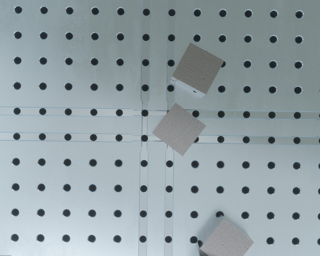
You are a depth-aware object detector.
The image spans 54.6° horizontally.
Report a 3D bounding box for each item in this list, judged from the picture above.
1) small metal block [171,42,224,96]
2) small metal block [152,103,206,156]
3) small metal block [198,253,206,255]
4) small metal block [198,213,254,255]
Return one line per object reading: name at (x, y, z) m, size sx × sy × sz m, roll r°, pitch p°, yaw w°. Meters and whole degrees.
small metal block at (0.049, -0.077, 0.414) m, size 0.050 × 0.025 × 0.050 m, roll 28°, pitch 90°, yaw 0°
small metal block at (0.025, 0.002, 0.414) m, size 0.050 × 0.025 × 0.050 m, roll 37°, pitch 90°, yaw 0°
small metal block at (0.058, 0.200, 0.401) m, size 0.025 × 0.050 × 0.050 m, roll 18°, pitch 90°, yaw 0°
small metal block at (0.087, 0.152, 0.414) m, size 0.050 × 0.025 × 0.050 m, roll 38°, pitch 90°, yaw 0°
